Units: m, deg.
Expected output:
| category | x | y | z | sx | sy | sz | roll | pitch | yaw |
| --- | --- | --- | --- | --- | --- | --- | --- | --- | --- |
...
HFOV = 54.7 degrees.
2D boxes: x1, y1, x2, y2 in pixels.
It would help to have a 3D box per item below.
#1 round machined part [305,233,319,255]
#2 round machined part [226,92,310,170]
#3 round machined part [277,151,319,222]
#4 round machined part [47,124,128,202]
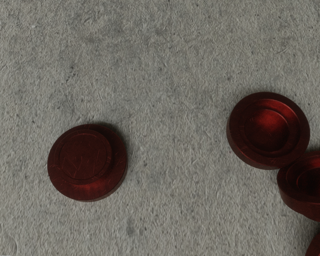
| category | x | y | z | sx | sy | sz | roll | pitch | yaw |
| --- | --- | --- | --- | --- | --- | --- | --- | --- | --- |
| round machined part | 0.202 | 0.147 | 0.334 | 0.099 | 0.042 | 0.097 | 0 | 95 | -3 |
| round machined part | 0.134 | 0.006 | 0.398 | 0.099 | 0.042 | 0.098 | 0 | 70 | 0 |
| round machined part | 0.190 | 0.070 | 0.356 | 0.099 | 0.098 | 0.042 | -25 | 113 | -9 |
| round machined part | -0.091 | 0.040 | 0.384 | 0.099 | 0.042 | 0.098 | 0 | 70 | 0 |
